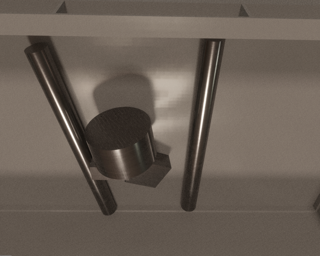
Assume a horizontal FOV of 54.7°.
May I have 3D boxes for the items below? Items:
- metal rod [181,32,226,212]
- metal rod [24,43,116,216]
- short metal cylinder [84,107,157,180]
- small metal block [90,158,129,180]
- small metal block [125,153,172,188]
[{"bbox_3d":[0.052,0.017,0.424,0.025,0.025,0.298,1,130,-2],"label":"metal rod"},{"bbox_3d":[-0.110,0.026,0.429,0.025,0.025,0.298,-7,130,6],"label":"metal rod"},{"bbox_3d":[-0.048,0.017,0.387,0.080,0.080,0.050,-6,130,4],"label":"short metal cylinder"},{"bbox_3d":[-0.066,0.045,0.430,0.050,0.050,0.025,1,130,-1],"label":"small metal block"},{"bbox_3d":[-0.019,0.060,0.455,0.050,0.025,0.050,16,129,-25],"label":"small metal block"}]
